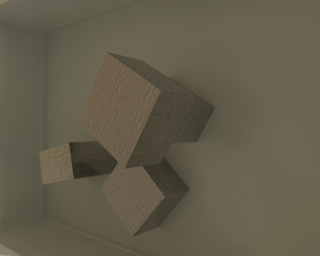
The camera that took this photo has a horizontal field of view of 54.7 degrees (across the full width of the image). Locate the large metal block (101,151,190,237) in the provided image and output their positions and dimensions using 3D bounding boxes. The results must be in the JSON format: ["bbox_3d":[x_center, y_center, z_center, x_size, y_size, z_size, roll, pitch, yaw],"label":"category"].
[{"bbox_3d":[-0.021,0.081,0.408,0.080,0.050,0.080,50,119,28],"label":"large metal block"}]

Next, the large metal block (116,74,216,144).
[{"bbox_3d":[0.004,-0.025,0.368,0.080,0.081,0.050,39,114,33],"label":"large metal block"}]

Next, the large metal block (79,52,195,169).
[{"bbox_3d":[-0.025,-0.018,0.307,0.080,0.050,0.079,39,114,33],"label":"large metal block"}]

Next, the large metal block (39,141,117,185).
[{"bbox_3d":[-0.124,0.052,0.473,0.080,0.081,0.050,-16,80,39],"label":"large metal block"}]
